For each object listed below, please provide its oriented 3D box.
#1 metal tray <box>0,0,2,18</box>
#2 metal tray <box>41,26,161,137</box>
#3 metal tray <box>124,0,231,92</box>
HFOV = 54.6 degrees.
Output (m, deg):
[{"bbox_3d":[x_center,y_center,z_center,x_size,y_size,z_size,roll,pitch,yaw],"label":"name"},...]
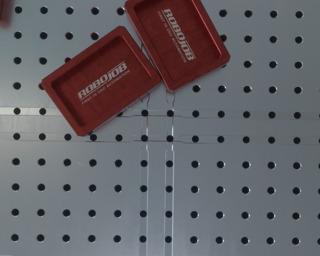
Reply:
[{"bbox_3d":[-0.254,-0.214,0.409,0.090,0.030,0.129,9,90,0],"label":"metal tray"},{"bbox_3d":[-0.075,-0.060,0.410,0.130,0.030,0.090,-35,90,0],"label":"metal tray"},{"bbox_3d":[0.022,-0.124,0.410,0.090,0.030,0.130,-28,90,0],"label":"metal tray"}]
